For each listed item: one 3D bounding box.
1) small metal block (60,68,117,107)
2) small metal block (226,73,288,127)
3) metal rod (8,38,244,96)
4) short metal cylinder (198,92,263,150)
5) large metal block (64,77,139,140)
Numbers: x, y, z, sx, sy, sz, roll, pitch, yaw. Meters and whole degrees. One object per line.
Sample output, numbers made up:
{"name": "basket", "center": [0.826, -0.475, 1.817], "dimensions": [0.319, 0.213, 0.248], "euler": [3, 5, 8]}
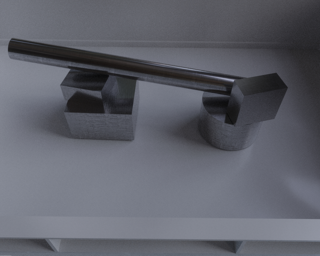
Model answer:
{"name": "small metal block", "center": [-0.087, -0.056, 0.384], "dimensions": [0.050, 0.025, 0.050], "euler": [10, 50, 8]}
{"name": "small metal block", "center": [0.107, -0.031, 0.348], "dimensions": [0.050, 0.050, 0.025], "euler": [-11, 51, -10]}
{"name": "metal rod", "center": [-0.023, -0.069, 0.369], "dimensions": [0.302, 0.025, 0.025], "euler": [9, 50, -3]}
{"name": "short metal cylinder", "center": [0.093, -0.018, 0.403], "dimensions": [0.081, 0.050, 0.080], "euler": [0, 50, 0]}
{"name": "large metal block", "center": [-0.072, -0.032, 0.411], "dimensions": [0.081, 0.050, 0.080], "euler": [2, 50, 1]}
